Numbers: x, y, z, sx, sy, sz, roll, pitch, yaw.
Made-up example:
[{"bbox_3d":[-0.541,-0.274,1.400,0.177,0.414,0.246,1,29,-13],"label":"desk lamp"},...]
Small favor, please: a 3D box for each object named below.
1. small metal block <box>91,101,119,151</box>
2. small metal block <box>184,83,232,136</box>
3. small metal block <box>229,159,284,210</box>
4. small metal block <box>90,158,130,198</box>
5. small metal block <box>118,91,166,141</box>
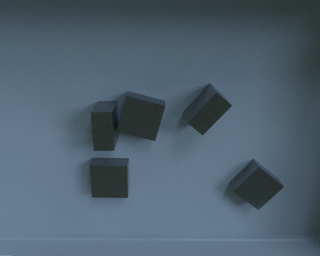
[{"bbox_3d":[-0.069,-0.004,0.396,0.025,0.050,0.050,0,110,0],"label":"small metal block"},{"bbox_3d":[0.059,-0.025,0.390,0.025,0.050,0.050,39,105,-13],"label":"small metal block"},{"bbox_3d":[0.138,0.081,0.443,0.050,0.025,0.050,37,106,-13],"label":"small metal block"},{"bbox_3d":[-0.070,0.070,0.436,0.050,0.025,0.050,1,110,-1],"label":"small metal block"},{"bbox_3d":[-0.024,-0.016,0.405,0.050,0.025,0.050,14,109,-6],"label":"small metal block"}]
